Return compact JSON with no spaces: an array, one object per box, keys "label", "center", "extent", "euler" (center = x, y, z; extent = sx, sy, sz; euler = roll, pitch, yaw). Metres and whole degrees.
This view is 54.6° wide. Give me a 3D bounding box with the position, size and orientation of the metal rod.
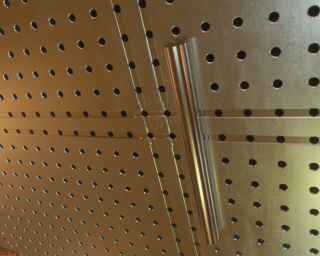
[{"label":"metal rod","center":[0.047,0.038,0.409],"extent":[0.025,0.025,0.298],"euler":[1,119,27]}]
